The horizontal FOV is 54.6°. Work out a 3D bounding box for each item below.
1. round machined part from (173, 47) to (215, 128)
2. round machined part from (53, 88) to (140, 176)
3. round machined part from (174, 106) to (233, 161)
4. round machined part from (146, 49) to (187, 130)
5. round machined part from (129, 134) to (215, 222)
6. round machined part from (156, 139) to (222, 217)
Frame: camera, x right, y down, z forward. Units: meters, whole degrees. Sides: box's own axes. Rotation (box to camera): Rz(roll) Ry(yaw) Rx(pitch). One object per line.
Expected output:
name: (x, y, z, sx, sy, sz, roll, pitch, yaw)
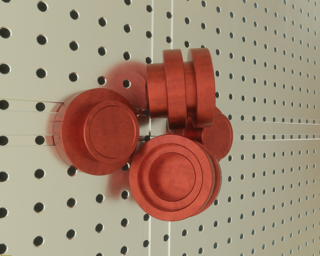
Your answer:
round machined part: (0.038, -0.048, 0.384, 0.042, 0.098, 0.097, -4, 94, 0)
round machined part: (-0.062, 0.004, 0.344, 0.099, 0.042, 0.097, 0, 90, -40)
round machined part: (0.070, 0.012, 0.456, 0.099, 0.042, 0.097, 0, 90, -40)
round machined part: (0.006, -0.046, 0.381, 0.042, 0.098, 0.097, -4, 94, 0)
round machined part: (0.017, 0.058, 0.369, 0.042, 0.098, 0.098, 25, 71, -71)
round machined part: (0.030, 0.063, 0.398, 0.042, 0.098, 0.098, 27, 70, -70)
